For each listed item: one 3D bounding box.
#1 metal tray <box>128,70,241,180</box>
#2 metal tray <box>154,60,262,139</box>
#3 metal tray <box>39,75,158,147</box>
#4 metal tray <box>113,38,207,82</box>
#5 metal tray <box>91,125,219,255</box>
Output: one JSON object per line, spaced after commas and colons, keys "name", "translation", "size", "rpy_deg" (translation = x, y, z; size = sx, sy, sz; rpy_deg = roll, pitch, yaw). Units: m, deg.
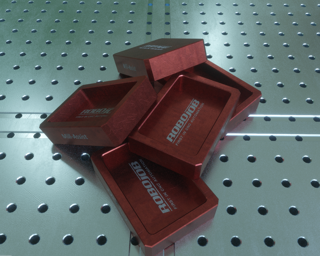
{"name": "metal tray", "translation": [0.032, -0.011, 0.375], "size": [0.090, 0.030, 0.130], "rpy_deg": [23, 53, 17]}
{"name": "metal tray", "translation": [0.066, -0.052, 0.448], "size": [0.091, 0.030, 0.130], "rpy_deg": [-36, 59, -27]}
{"name": "metal tray", "translation": [-0.077, -0.021, 0.381], "size": [0.130, 0.030, 0.090], "rpy_deg": [0, 42, 40]}
{"name": "metal tray", "translation": [-0.004, -0.103, 0.452], "size": [0.091, 0.030, 0.130], "rpy_deg": [-24, 24, -20]}
{"name": "metal tray", "translation": [-0.009, 0.063, 0.351], "size": [0.091, 0.030, 0.130], "rpy_deg": [-26, 55, -21]}
